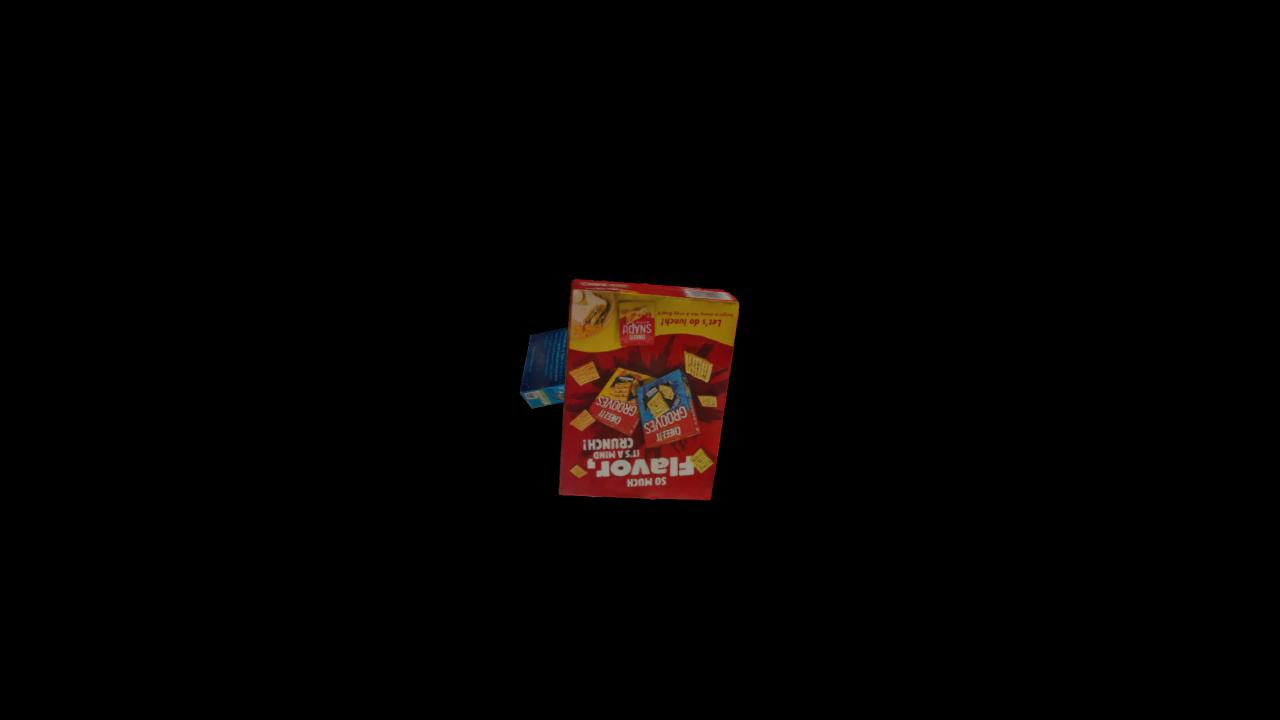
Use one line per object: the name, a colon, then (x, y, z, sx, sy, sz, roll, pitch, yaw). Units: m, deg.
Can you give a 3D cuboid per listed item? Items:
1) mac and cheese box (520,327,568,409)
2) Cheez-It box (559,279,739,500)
mac and cheese box: (-0.045, -0.004, 0.719, 0.184, 0.093, 0.041, -11, -43, 14)
Cheez-It box: (0.004, 0.034, 0.643, 0.166, 0.223, 0.071, 3, 16, -6)
